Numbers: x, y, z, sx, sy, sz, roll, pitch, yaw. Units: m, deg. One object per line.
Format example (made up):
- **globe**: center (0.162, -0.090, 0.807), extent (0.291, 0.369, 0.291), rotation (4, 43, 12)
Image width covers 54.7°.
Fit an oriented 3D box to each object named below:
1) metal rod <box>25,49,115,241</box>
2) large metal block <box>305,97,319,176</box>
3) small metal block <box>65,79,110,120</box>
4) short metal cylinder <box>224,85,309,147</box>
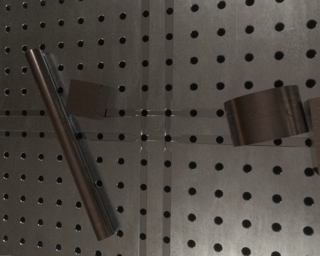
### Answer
- **metal rod**: center (-0.136, 0.019, 0.458), extent (0.025, 0.025, 0.299), rotation (-27, 82, 18)
- **large metal block**: center (0.204, 0.005, 0.328), extent (0.080, 0.050, 0.080), rotation (-7, 88, 19)
- **small metal block**: center (-0.105, -0.041, 0.448), extent (0.050, 0.025, 0.050), rotation (13, 94, 19)
- **short metal cylinder**: center (0.116, -0.012, 0.342), extent (0.080, 0.080, 0.050), rotation (-13, 86, 19)
